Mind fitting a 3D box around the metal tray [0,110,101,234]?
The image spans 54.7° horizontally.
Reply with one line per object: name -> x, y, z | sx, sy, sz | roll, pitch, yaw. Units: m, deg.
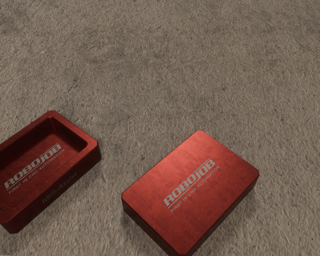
metal tray -> -0.146, 0.044, 0.361 | 0.090, 0.030, 0.131 | 32, 57, 24

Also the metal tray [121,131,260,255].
metal tray -> 0.035, 0.069, 0.343 | 0.090, 0.030, 0.131 | 38, 59, 27
